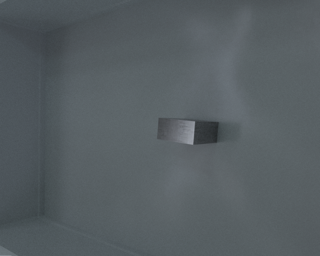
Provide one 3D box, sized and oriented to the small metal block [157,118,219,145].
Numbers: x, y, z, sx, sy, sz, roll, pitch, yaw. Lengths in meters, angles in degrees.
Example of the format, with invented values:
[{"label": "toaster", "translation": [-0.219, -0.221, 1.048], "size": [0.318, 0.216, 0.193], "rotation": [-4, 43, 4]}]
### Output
[{"label": "small metal block", "translation": [0.033, 0.003, 0.362], "size": [0.050, 0.050, 0.025], "rotation": [7, 95, 39]}]
